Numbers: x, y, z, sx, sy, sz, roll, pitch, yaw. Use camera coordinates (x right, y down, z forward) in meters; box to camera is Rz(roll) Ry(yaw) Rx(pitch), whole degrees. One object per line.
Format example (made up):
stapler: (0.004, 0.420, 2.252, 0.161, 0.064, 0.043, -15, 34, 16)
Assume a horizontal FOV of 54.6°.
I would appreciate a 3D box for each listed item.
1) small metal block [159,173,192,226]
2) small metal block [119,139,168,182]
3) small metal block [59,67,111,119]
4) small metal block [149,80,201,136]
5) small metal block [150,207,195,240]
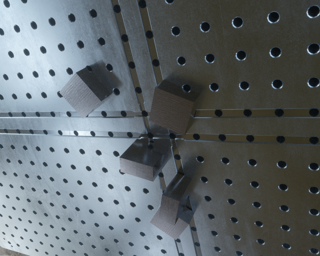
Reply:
small metal block: (0.022, 0.102, 0.447, 0.025, 0.050, 0.050, 19, 126, 17)
small metal block: (-0.021, 0.044, 0.434, 0.050, 0.050, 0.025, 13, 124, 21)
small metal block: (-0.106, -0.049, 0.438, 0.050, 0.025, 0.050, 49, 129, -7)
small metal block: (0.018, -0.025, 0.387, 0.050, 0.025, 0.050, 23, 127, 14)
small metal block: (0.019, 0.142, 0.490, 0.050, 0.025, 0.050, 32, 129, 7)
